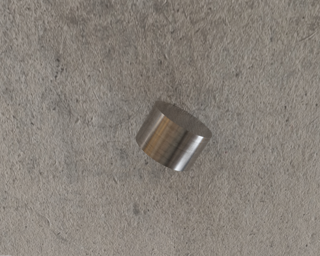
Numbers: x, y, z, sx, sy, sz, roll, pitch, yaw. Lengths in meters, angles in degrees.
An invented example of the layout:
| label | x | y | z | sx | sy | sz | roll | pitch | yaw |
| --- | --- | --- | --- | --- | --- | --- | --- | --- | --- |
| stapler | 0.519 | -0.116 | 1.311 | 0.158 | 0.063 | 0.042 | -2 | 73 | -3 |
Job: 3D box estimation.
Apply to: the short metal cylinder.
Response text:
| label | x | y | z | sx | sy | sz | roll | pitch | yaw |
| --- | --- | --- | --- | --- | --- | --- | --- | --- | --- |
| short metal cylinder | 0.017 | 0.009 | 0.384 | 0.080 | 0.080 | 0.050 | 28 | 108 | -10 |
